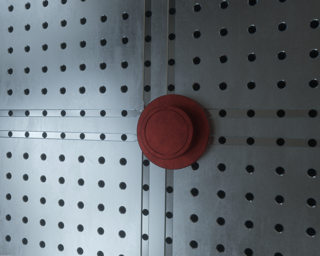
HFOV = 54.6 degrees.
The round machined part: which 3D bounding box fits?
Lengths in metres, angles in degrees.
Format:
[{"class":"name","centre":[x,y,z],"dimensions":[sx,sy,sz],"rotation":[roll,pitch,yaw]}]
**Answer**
[{"class":"round machined part","centre":[0.015,0.005,0.399],"dimensions":[0.098,0.042,0.097],"rotation":[0,90,20]}]
